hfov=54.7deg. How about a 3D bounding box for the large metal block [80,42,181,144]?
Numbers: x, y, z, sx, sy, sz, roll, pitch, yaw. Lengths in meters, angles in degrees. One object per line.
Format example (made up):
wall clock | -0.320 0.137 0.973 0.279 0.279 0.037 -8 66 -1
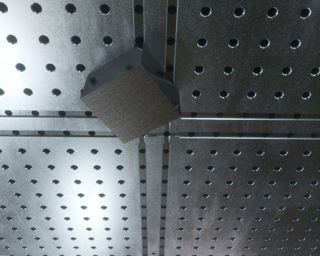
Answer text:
large metal block | -0.031 -0.038 0.362 0.080 0.050 0.080 -26 126 20
